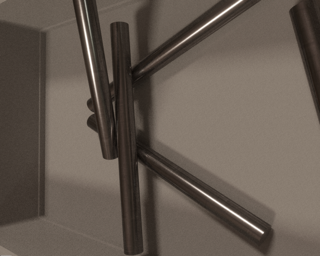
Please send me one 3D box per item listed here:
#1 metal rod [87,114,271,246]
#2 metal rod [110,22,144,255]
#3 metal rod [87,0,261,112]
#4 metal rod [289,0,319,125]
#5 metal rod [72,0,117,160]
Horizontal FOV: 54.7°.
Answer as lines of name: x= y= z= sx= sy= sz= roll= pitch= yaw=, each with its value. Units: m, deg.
metal rod: x=0.001 y=0.049 z=0.403 sx=0.300 sy=0.025 sz=0.025 roll=30 pitch=109 yaw=35
metal rod: x=-0.044 y=0.011 z=0.406 sx=0.025 sy=0.025 sz=0.298 roll=-7 pitch=86 yaw=39
metal rod: x=0.002 y=-0.092 z=0.403 sx=0.299 sy=0.025 sz=0.025 roll=-28 pitch=73 yaw=36
metal rod: x=0.163 y=0.030 z=0.271 sx=0.025 sy=0.025 sz=0.298 roll=-18 pitch=79 yaw=38
metal rod: x=-0.079 y=-0.095 z=0.366 sx=0.025 sy=0.025 sz=0.298 roll=18 pitch=125 yaw=38
